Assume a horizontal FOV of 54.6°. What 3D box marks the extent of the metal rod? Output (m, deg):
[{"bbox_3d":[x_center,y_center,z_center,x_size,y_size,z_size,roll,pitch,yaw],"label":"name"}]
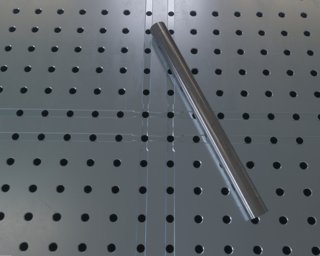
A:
[{"bbox_3d":[0.058,-0.023,0.420,0.025,0.025,0.299,-23,72,-8],"label":"metal rod"}]
